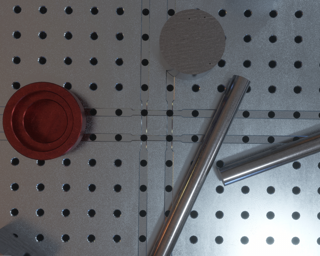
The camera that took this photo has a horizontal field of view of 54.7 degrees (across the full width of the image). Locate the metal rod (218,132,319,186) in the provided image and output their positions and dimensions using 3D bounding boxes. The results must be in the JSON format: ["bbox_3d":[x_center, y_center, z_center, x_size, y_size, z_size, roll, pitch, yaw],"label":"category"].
[{"bbox_3d":[0.224,0.015,0.414,0.301,0.025,0.025,-20,90,0],"label":"metal rod"}]

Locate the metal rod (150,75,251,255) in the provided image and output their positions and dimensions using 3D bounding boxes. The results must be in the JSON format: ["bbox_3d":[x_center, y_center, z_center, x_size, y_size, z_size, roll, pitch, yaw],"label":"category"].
[{"bbox_3d":[0.047,0.070,0.413,0.025,0.025,0.299,25,90,0],"label":"metal rod"}]

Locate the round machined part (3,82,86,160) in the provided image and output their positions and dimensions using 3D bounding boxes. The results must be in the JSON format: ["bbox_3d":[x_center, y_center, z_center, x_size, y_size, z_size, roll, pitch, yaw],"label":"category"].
[{"bbox_3d":[-0.145,-0.009,0.404,0.099,0.042,0.097,0,90,0],"label":"round machined part"}]

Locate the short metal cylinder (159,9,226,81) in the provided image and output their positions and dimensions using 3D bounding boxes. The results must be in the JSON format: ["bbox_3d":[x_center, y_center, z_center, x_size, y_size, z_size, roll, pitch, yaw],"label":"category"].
[{"bbox_3d":[0.040,-0.105,0.401,0.081,0.050,0.080,0,90,0],"label":"short metal cylinder"}]

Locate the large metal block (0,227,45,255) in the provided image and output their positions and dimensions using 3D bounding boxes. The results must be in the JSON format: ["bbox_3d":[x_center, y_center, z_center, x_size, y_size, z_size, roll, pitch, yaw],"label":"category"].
[{"bbox_3d":[-0.205,0.191,0.399,0.080,0.050,0.080,35,90,0],"label":"large metal block"}]
